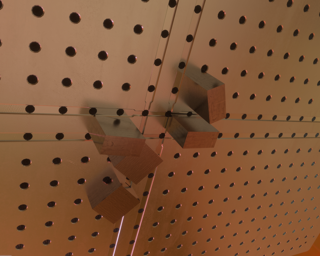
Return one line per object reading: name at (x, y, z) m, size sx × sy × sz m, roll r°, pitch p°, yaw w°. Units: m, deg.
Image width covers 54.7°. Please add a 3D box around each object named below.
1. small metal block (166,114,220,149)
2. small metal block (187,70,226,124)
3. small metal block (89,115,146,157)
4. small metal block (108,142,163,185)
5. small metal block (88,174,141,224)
small metal block at (0.044, 0.004, 0.423) m, size 0.050 × 0.050 × 0.025 m, roll 1°, pitch 118°, yaw -29°
small metal block at (0.061, -0.041, 0.405) m, size 0.025 × 0.050 × 0.050 m, roll -22°, pitch 127°, yaw -15°
small metal block at (-0.052, 0.009, 0.373) m, size 0.050 × 0.050 × 0.025 m, roll 7°, pitch 115°, yaw -32°
small metal block at (-0.032, 0.042, 0.421) m, size 0.050 × 0.025 × 0.050 m, roll -42°, pitch 130°, yaw 0°
small metal block at (-0.065, 0.102, 0.440) m, size 0.050 × 0.025 × 0.050 m, roll -39°, pitch 130°, yaw -2°
